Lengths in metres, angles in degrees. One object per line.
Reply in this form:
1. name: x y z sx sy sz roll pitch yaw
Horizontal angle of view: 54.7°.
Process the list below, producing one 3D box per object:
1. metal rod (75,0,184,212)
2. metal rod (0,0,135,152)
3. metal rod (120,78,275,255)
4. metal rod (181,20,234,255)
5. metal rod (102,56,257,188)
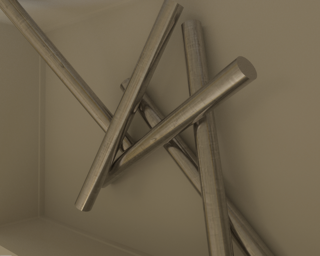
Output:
1. metal rod: -0.046 -0.019 0.406 0.025 0.025 0.298 35 106 34
2. metal rod: -0.138 -0.085 0.435 0.025 0.025 0.300 -38 93 33
3. metal rod: 0.035 0.044 0.375 0.025 0.025 0.300 -52 60 27
4. metal rod: 0.052 0.020 0.340 0.025 0.025 0.299 -16 73 38
5. metal rod: -0.007 0.014 0.375 0.299 0.025 0.025 -39 66 44
